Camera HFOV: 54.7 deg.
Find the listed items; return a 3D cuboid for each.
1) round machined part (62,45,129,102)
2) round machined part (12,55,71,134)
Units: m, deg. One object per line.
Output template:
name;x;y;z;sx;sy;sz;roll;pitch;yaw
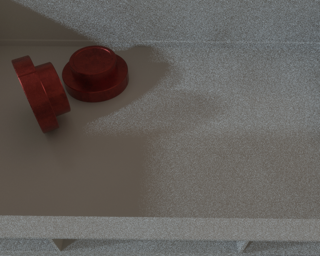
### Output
round machined part;-0.098;-0.088;0.467;0.099;0.042;0.098;0;50;0
round machined part;-0.147;-0.046;0.395;0.042;0.097;0.098;-24;54;-18
